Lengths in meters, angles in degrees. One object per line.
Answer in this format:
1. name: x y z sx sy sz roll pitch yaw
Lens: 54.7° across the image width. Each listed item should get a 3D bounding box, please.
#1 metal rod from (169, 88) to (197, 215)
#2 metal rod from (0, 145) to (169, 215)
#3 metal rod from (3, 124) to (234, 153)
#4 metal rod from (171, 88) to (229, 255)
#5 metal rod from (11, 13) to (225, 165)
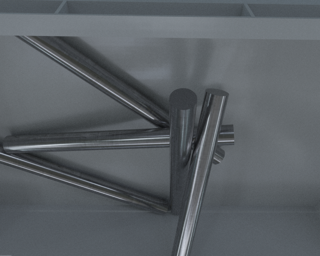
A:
1. metal rod: 0.025 0.055 0.402 0.025 0.025 0.299 -1 147 1
2. metal rod: -0.123 0.080 0.475 0.302 0.025 0.025 23 126 -19
3. metal rod: -0.060 0.015 0.398 0.301 0.025 0.025 -3 131 11
4. metal rod: 0.040 0.097 0.386 0.025 0.025 0.298 6 114 -6
5. metal rod: -0.031 -0.033 0.380 0.301 0.025 0.025 33 123 -25
